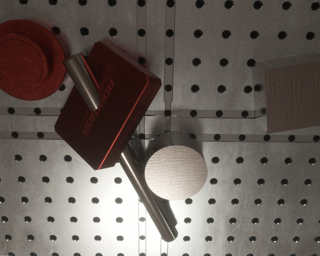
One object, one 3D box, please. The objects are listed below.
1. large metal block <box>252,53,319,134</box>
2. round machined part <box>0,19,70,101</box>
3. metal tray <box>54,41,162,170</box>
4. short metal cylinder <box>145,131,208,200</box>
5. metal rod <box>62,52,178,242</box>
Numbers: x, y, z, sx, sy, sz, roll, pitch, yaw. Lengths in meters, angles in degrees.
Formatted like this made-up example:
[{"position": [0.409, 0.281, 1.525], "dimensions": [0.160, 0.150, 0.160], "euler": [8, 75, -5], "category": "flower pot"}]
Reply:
[{"position": [0.164, -0.045, 0.386], "dimensions": [0.080, 0.050, 0.079], "euler": [-9, 110, 3], "category": "large metal block"}, {"position": [-0.163, -0.080, 0.373], "dimensions": [0.099, 0.042, 0.097], "euler": [0, 110, -1], "category": "round machined part"}, {"position": [-0.067, -0.026, 0.375], "dimensions": [0.090, 0.030, 0.129], "euler": [39, 109, 23], "category": "metal tray"}, {"position": [0.021, 0.050, 0.419], "dimensions": [0.081, 0.050, 0.079], "euler": [0, 110, -1], "category": "short metal cylinder"}, {"position": [-0.041, 0.043, 0.410], "dimensions": [0.025, 0.025, 0.299], "euler": [-22, 116, 7], "category": "metal rod"}]
